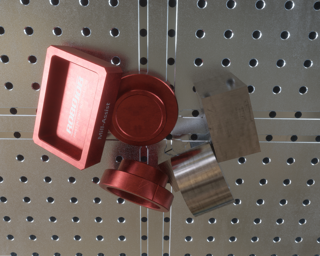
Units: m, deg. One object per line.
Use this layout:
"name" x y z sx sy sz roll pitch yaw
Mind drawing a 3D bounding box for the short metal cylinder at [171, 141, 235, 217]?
"short metal cylinder" 0.053 0.062 0.381 0.050 0.080 0.080 -24 109 9

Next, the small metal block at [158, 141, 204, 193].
"small metal block" 0.031 0.054 0.434 0.050 0.025 0.050 -28 108 9

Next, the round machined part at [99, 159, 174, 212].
"round machined part" -0.027 0.074 0.412 0.098 0.098 0.042 25 69 -9

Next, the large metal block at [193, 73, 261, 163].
"large metal block" 0.079 -0.016 0.379 0.050 0.080 0.080 -16 109 5

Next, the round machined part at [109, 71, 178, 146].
"round machined part" -0.026 -0.021 0.396 0.099 0.042 0.097 0 110 0

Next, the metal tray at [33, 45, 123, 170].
"metal tray" -0.104 -0.025 0.379 0.090 0.030 0.129 25 111 21
